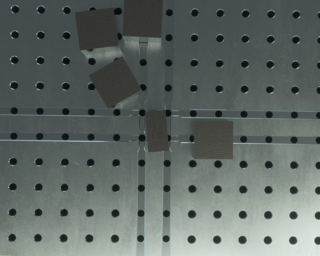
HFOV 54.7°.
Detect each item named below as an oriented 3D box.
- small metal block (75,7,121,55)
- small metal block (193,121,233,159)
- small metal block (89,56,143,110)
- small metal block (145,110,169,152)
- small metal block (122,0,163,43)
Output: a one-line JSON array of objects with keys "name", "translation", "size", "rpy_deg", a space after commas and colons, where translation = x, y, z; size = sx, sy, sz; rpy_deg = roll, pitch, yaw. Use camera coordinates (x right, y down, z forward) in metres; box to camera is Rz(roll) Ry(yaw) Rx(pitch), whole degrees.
[{"name": "small metal block", "translation": [-0.082, -0.128, 0.412], "size": [0.050, 0.025, 0.050], "rpy_deg": [-8, 90, -1]}, {"name": "small metal block", "translation": [0.070, 0.016, 0.414], "size": [0.050, 0.025, 0.050], "rpy_deg": [0, 90, -1]}, {"name": "small metal block", "translation": [-0.058, -0.059, 0.413], "size": [0.050, 0.025, 0.050], "rpy_deg": [-30, 90, -1]}, {"name": "small metal block", "translation": [-0.004, 0.004, 0.401], "size": [0.025, 0.050, 0.050], "rpy_deg": [-5, 90, 0]}, {"name": "small metal block", "translation": [-0.022, -0.143, 0.413], "size": [0.050, 0.025, 0.050], "rpy_deg": [3, 90, -1]}]
